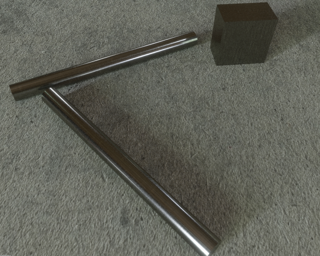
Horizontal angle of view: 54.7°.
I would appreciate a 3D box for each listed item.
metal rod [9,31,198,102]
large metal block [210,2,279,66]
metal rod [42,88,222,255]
[{"bbox_3d":[-0.076,-0.102,0.487,0.302,0.025,0.025,-21,54,-18],"label":"metal rod"},{"bbox_3d":[0.130,-0.149,0.494,0.081,0.080,0.050,-4,50,-4],"label":"large metal block"},{"bbox_3d":[-0.052,0.037,0.371,0.025,0.025,0.300,-36,59,-27],"label":"metal rod"}]
